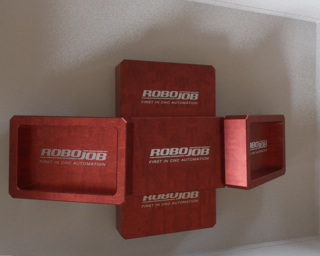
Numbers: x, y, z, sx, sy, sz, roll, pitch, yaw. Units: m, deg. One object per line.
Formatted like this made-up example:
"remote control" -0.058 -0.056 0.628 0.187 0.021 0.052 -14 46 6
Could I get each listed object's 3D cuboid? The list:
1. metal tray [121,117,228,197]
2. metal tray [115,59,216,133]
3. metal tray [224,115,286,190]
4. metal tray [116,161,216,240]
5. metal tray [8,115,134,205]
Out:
"metal tray" 0.019 0.032 0.381 0.131 0.030 0.089 -1 90 -21
"metal tray" 0.009 -0.039 0.408 0.131 0.030 0.089 -1 90 -21
"metal tray" 0.133 0.027 0.422 0.131 0.030 0.089 -3 92 -49
"metal tray" 0.009 0.090 0.408 0.131 0.030 0.089 -1 90 -21
"metal tray" -0.096 0.032 0.338 0.131 0.030 0.089 1 91 9
